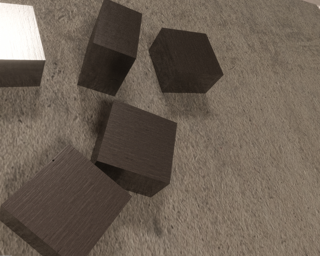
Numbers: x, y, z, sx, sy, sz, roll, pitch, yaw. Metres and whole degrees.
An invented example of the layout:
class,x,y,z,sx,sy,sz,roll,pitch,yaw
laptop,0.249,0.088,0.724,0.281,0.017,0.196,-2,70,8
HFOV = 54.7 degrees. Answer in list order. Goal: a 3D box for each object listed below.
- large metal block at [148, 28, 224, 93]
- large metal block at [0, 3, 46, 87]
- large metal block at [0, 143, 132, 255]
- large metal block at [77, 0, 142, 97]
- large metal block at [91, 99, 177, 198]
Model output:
class,x,y,z,sx,sy,sz,roll,pitch,yaw
large metal block,0.038,-0.100,0.471,0.081,0.050,0.080,-3,63,-30
large metal block,-0.181,-0.093,0.347,0.081,0.050,0.080,-7,65,-31
large metal block,-0.088,0.076,0.295,0.080,0.050,0.080,41,51,-1
large metal block,-0.064,-0.101,0.396,0.050,0.080,0.080,17,55,-19
large metal block,-0.031,0.025,0.357,0.080,0.050,0.080,21,54,-17
